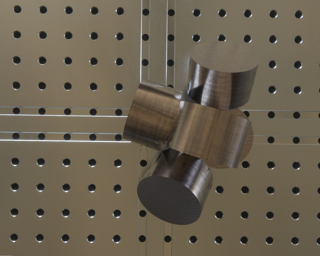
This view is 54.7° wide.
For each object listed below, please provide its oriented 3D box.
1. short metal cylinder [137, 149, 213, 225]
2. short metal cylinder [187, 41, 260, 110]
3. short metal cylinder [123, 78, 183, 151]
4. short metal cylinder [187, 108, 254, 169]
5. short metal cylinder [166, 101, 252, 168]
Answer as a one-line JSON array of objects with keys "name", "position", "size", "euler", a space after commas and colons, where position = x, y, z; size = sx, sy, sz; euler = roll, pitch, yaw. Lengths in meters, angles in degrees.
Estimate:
[{"name": "short metal cylinder", "position": [0.019, 0.072, 0.380], "size": [0.080, 0.050, 0.079], "euler": [14, 129, 18]}, {"name": "short metal cylinder", "position": [0.075, -0.066, 0.379], "size": [0.081, 0.080, 0.050], "euler": [2, 130, 0]}, {"name": "short metal cylinder", "position": [-0.009, -0.016, 0.385], "size": [0.050, 0.080, 0.080], "euler": [19, 90, 0]}, {"name": "short metal cylinder", "position": [0.073, 0.010, 0.400], "size": [0.081, 0.050, 0.080], "euler": [0, 89, 0]}, {"name": "short metal cylinder", "position": [0.052, 0.007, 0.335], "size": [0.080, 0.080, 0.050], "euler": [17, 90, 0]}]
